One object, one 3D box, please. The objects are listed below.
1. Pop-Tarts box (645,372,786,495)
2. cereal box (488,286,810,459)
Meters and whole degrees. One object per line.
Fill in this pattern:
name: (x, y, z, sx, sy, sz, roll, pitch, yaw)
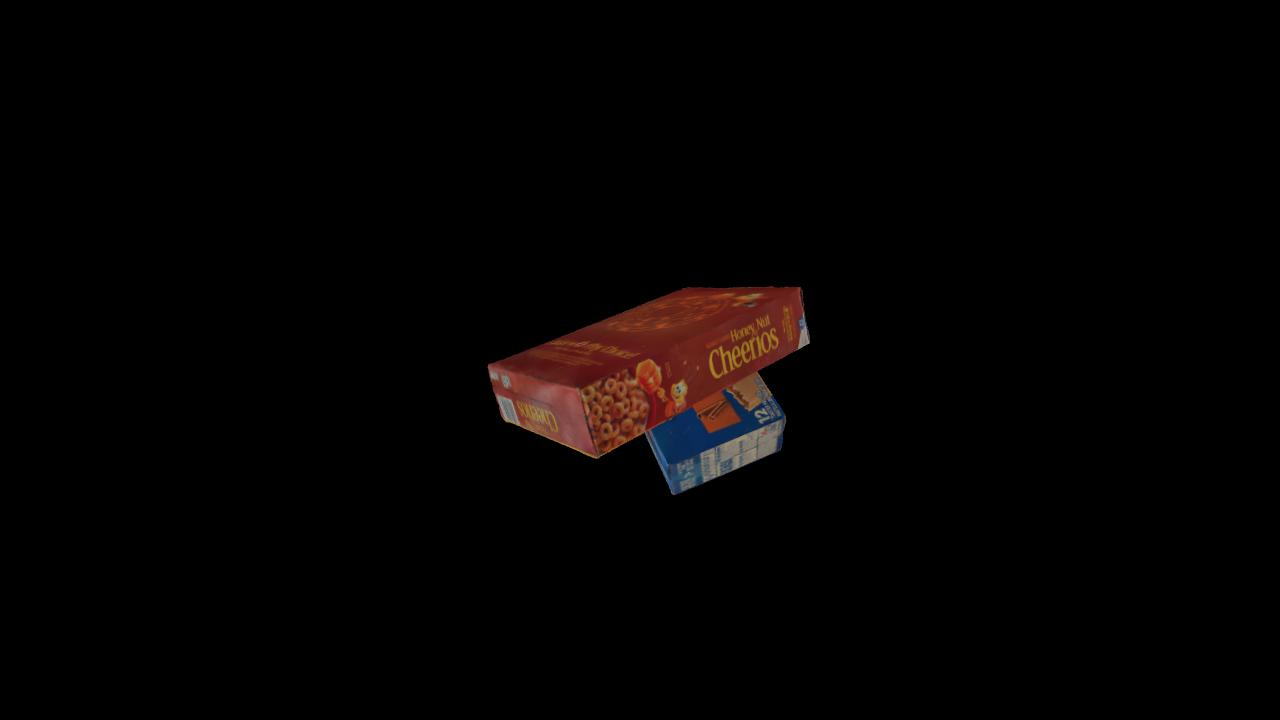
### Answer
Pop-Tarts box: (0.067, 0.048, 0.723, 0.141, 0.167, 0.083, -21, -38, -6)
cereal box: (0.013, -0.006, 0.685, 0.306, 0.081, 0.203, -24, 19, -33)
